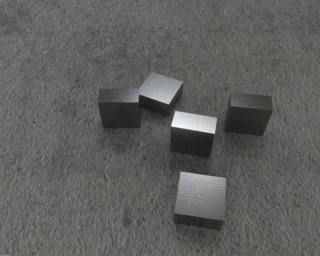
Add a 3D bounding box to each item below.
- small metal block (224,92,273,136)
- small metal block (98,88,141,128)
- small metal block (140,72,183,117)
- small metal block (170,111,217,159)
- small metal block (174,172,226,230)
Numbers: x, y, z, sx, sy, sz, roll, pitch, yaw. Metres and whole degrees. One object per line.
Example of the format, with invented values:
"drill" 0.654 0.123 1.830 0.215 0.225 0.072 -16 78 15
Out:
"small metal block" 0.113 -0.017 0.402 0.050 0.050 0.025 6 51 5
"small metal block" -0.052 -0.025 0.408 0.050 0.050 0.025 -1 50 -1
"small metal block" 0.000 -0.049 0.444 0.050 0.025 0.050 20 53 16
"small metal block" 0.040 0.009 0.380 0.050 0.050 0.025 10 51 8
"small metal block" 0.044 0.079 0.337 0.050 0.025 0.050 8 50 6
